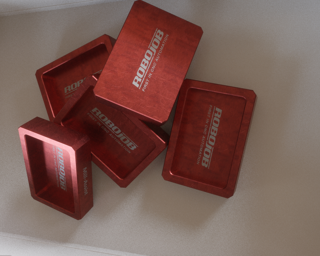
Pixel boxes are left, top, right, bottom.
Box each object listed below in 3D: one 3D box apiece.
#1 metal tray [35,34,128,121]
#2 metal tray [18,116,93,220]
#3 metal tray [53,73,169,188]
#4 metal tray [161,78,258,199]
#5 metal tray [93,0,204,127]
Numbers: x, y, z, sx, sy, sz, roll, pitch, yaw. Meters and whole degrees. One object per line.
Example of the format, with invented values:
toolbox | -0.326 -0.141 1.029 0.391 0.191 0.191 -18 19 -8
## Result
metal tray | -0.107 -0.064 0.442 0.130 0.030 0.090 -22 83 18
metal tray | -0.139 0.057 0.422 0.090 0.030 0.129 18 125 19
metal tray | -0.063 0.004 0.404 0.130 0.030 0.090 43 110 -1
metal tray | 0.061 0.011 0.384 0.090 0.030 0.129 13 94 19
metal tray | -0.013 -0.077 0.373 0.090 0.030 0.130 23 78 -5
